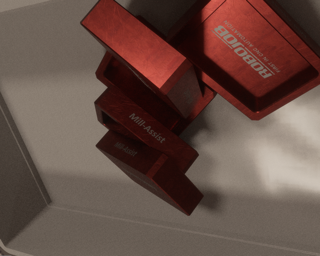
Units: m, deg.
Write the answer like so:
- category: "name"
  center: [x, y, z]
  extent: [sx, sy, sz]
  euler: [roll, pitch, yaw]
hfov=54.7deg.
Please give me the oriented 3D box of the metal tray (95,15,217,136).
- category: "metal tray"
  center: [-0.005, -0.057, 0.371]
  extent: [0.130, 0.030, 0.089]
  euler: [40, 129, 0]

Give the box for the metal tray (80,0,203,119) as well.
- category: "metal tray"
  center: [-0.007, -0.056, 0.286]
  extent: [0.090, 0.130, 0.030]
  euler: [41, 93, 13]

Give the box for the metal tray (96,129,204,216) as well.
- category: "metal tray"
  center: [-0.017, 0.053, 0.389]
  extent: [0.130, 0.030, 0.090]
  euler: [19, 155, 51]

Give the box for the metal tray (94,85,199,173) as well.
- category: "metal tray"
  center: [-0.021, 0.010, 0.390]
  extent: [0.130, 0.030, 0.090]
  euler: [39, 165, 2]

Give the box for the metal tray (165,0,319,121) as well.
- category: "metal tray"
  center: [0.082, -0.070, 0.289]
  extent: [0.130, 0.030, 0.090]
  euler: [34, 132, -22]
